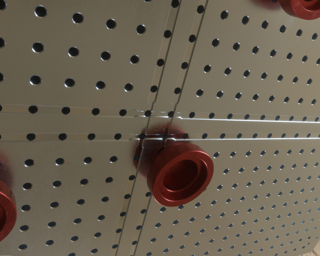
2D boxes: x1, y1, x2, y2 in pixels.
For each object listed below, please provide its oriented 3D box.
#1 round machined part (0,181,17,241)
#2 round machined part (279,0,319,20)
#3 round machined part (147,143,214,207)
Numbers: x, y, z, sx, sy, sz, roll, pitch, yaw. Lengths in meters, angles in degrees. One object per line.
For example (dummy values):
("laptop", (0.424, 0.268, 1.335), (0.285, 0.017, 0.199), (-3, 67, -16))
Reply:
("round machined part", (-0.212, 0.089, 0.339), (0.099, 0.042, 0.097), (-14, 124, -21))
("round machined part", (0.184, -0.188, 0.383), (0.099, 0.042, 0.097), (-14, 124, -21))
("round machined part", (0.026, 0.063, 0.453), (0.099, 0.042, 0.097), (-14, 124, -21))
